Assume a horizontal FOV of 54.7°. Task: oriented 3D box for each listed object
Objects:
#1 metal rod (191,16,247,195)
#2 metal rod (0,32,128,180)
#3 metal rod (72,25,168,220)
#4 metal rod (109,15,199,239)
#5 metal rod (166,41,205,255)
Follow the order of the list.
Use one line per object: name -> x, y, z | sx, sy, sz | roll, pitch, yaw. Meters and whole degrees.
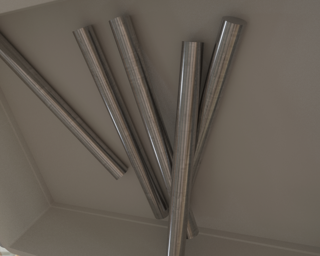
metal rod -> 0.049, 0.013, 0.390 | 0.025, 0.025, 0.298 | 22, 127, 15
metal rod -> -0.159, -0.038, 0.469 | 0.300, 0.025, 0.025 | 48, 129, -6
metal rod -> -0.047, 0.006, 0.437 | 0.025, 0.025, 0.299 | -7, 115, 31
metal rod -> -0.002, 0.011, 0.395 | 0.025, 0.025, 0.298 | -8, 108, 32
metal rod -> 0.028, 0.049, 0.377 | 0.025, 0.025, 0.298 | 11, 109, 22
